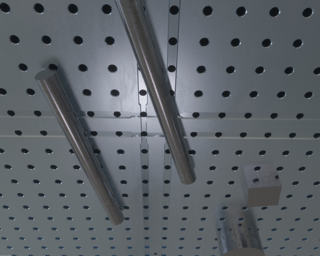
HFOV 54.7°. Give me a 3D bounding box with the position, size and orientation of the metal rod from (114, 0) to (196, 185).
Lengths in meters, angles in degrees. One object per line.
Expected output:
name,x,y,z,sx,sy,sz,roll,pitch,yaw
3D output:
metal rod,0.003,-0.032,0.384,0.025,0.025,0.299,-12,129,10

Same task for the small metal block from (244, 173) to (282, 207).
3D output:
small metal block,0.164,0.101,0.499,0.050,0.025,0.050,-5,130,4

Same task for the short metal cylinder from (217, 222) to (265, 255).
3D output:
short metal cylinder,0.152,0.223,0.587,0.081,0.050,0.079,0,130,0

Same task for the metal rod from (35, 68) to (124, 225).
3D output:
metal rod,-0.104,0.049,0.452,0.025,0.025,0.298,-9,130,7
